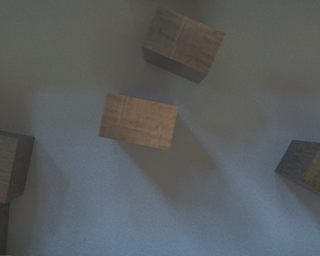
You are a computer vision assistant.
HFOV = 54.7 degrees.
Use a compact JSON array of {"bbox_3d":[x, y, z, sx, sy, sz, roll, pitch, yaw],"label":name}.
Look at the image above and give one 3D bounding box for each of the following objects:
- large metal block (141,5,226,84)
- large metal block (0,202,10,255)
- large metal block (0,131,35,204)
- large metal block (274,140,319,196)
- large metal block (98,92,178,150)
[{"bbox_3d":[0.026,-0.098,0.384,0.080,0.080,0.050,23,90,0],"label":"large metal block"},{"bbox_3d":[-0.247,0.131,0.397,0.080,0.050,0.080,4,90,0],"label":"large metal block"},{"bbox_3d":[-0.218,0.044,0.397,0.080,0.050,0.080,11,90,0],"label":"large metal block"},{"bbox_3d":[0.204,0.058,0.385,0.080,0.080,0.050,30,90,0],"label":"large metal block"},{"bbox_3d":[-0.024,-0.008,0.384,0.080,0.080,0.050,11,90,0],"label":"large metal block"}]
